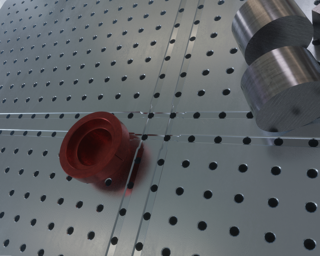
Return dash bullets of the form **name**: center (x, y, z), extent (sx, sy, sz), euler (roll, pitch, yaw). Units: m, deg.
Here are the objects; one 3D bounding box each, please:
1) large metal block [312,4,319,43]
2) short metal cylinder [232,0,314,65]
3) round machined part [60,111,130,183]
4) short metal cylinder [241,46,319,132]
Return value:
- **large metal block**: center (0.233, -0.124, 0.346), extent (0.080, 0.050, 0.080), euler (-39, 51, 1)
- **short metal cylinder**: center (0.133, -0.116, 0.374), extent (0.080, 0.080, 0.050), euler (-23, 54, 14)
- **round machined part**: center (-0.084, 0.029, 0.423), extent (0.098, 0.042, 0.098), euler (-13, 56, 21)
- **short metal cylinder**: center (0.133, -0.039, 0.327), extent (0.080, 0.080, 0.050), euler (-22, 54, 15)
